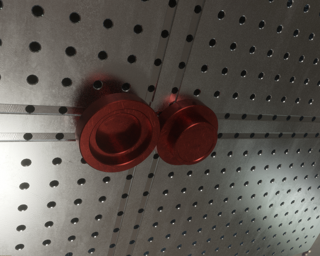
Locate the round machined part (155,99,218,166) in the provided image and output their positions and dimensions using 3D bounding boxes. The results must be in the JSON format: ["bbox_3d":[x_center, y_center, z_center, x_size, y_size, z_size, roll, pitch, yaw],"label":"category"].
[{"bbox_3d":[0.041,0.013,0.432,0.099,0.042,0.097,-14,125,-21],"label":"round machined part"}]

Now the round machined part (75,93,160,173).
[{"bbox_3d":[-0.053,0.002,0.374,0.099,0.042,0.097,-14,125,-21],"label":"round machined part"}]
